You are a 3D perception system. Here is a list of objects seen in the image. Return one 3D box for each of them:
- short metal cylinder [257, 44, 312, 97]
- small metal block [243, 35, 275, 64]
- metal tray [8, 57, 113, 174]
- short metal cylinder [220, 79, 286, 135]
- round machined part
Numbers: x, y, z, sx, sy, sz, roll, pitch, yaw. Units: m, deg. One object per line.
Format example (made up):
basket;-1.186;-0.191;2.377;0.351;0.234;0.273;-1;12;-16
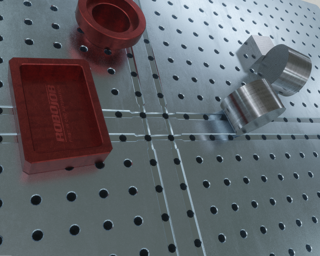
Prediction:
short metal cylinder;0.220;-0.102;0.553;0.050;0.080;0.080;19;54;-17
small metal block;0.200;-0.154;0.609;0.050;0.025;0.050;-5;64;-30
metal tray;-0.115;-0.019;0.354;0.091;0.030;0.130;-6;65;-31
short metal cylinder;0.139;-0.030;0.466;0.081;0.080;0.050;-13;69;-33
round machined part;-0.074;-0.153;0.451;0.099;0.042;0.098;14;56;-21
